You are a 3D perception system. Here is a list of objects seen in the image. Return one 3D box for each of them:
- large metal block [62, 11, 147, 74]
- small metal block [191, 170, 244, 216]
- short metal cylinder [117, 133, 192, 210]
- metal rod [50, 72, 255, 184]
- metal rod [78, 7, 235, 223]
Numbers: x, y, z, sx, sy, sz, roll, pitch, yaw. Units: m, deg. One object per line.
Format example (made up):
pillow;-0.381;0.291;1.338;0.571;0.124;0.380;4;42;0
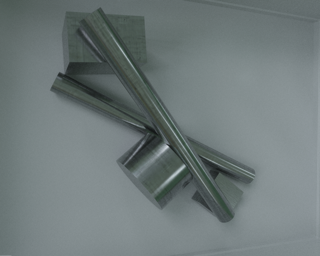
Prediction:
large metal block;-0.067;-0.093;0.356;0.081;0.080;0.050;-4;92;-20
small metal block;0.082;0.096;0.441;0.050;0.025;0.050;40;77;-16
short metal cylinder;-0.007;0.053;0.377;0.050;0.080;0.080;-42;104;-15
metal rod;0.004;0.008;0.412;0.301;0.025;0.025;26;81;-19
metal rod;0.012;0.005;0.352;0.025;0.025;0.299;-42;116;-15
